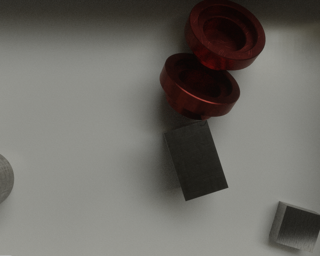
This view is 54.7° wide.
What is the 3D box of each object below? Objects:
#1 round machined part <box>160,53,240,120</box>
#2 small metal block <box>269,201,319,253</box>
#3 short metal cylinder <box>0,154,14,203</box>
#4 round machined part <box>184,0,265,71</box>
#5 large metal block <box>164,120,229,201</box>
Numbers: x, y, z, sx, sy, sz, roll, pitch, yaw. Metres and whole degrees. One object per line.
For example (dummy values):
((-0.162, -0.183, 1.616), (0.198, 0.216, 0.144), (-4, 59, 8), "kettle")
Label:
((0.046, -0.048, 0.386), (0.098, 0.098, 0.042), (26, 130, -1), "round machined part")
((0.182, 0.131, 0.414), (0.050, 0.025, 0.050), (17, 90, -1), "small metal block")
((-0.239, 0.069, 0.396), (0.081, 0.050, 0.079), (0, 90, -1), "short metal cylinder")
((0.077, -0.112, 0.390), (0.099, 0.042, 0.098), (6, 63, -12), "round machined part")
((0.040, 0.036, 0.385), (0.050, 0.080, 0.080), (-18, 90, 0), "large metal block")
